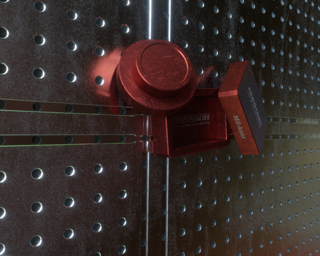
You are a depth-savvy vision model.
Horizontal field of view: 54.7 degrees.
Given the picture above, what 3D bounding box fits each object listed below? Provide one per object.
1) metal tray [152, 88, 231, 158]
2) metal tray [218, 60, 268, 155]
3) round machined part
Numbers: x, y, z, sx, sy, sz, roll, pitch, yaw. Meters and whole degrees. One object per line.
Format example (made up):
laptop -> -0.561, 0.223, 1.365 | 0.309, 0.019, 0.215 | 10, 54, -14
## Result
metal tray -> 0.048, -0.011, 0.448 | 0.131, 0.030, 0.089 | -7, 95, -40
metal tray -> 0.138, -0.031, 0.499 | 0.130, 0.030, 0.090 | 60, 40, -32
round machined part -> -0.001, -0.066, 0.372 | 0.099, 0.042, 0.098 | 6, 68, -16
